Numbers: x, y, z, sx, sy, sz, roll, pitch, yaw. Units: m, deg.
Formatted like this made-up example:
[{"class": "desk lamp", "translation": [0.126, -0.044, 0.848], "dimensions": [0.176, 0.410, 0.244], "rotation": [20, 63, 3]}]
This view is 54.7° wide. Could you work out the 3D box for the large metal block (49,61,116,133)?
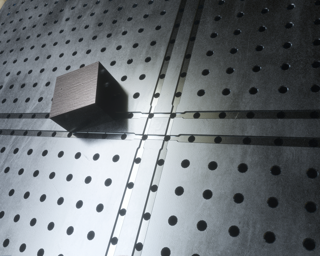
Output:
[{"class": "large metal block", "translation": [-0.118, -0.047, 0.483], "dimensions": [0.080, 0.050, 0.080], "rotation": [-15, 55, 19]}]
